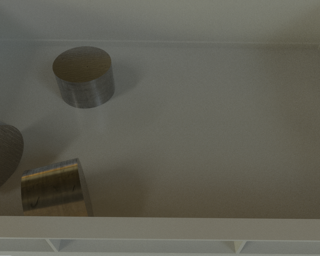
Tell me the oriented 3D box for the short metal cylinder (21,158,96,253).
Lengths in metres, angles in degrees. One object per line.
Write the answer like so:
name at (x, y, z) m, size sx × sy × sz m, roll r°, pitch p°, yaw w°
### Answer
short metal cylinder at (-0.097, 0.074, 0.306) m, size 0.050 × 0.080 × 0.080 m, roll -13°, pitch 52°, yaw -11°

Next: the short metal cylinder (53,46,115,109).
short metal cylinder at (-0.108, -0.074, 0.450) m, size 0.081 × 0.050 × 0.080 m, roll 0°, pitch 50°, yaw 0°

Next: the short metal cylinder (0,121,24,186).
short metal cylinder at (-0.202, 0.026, 0.345) m, size 0.050 × 0.080 × 0.080 m, roll 20°, pitch 53°, yaw 15°
